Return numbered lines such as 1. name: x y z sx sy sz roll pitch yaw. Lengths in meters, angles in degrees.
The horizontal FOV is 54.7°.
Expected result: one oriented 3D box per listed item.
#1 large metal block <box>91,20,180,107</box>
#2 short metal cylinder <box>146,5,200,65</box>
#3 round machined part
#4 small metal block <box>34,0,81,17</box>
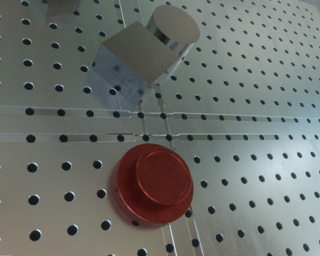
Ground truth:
1. large metal block: -0.033 -0.091 0.431 0.080 0.050 0.080 42 51 0
2. short metal cylinder: 0.016 -0.148 0.493 0.081 0.050 0.080 14 56 -21
3. round machined part: -0.003 0.061 0.360 0.099 0.042 0.098 14 56 -21
4. small metal block: -0.151 -0.190 0.443 0.050 0.025 0.050 -27 77 -37
